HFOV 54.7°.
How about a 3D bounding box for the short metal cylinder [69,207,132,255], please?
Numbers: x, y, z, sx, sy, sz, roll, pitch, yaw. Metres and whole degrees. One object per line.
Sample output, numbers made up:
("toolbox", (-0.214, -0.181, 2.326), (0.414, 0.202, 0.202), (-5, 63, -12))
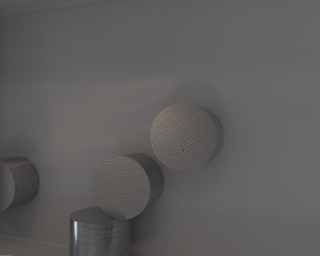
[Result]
("short metal cylinder", (-0.078, 0.139, 0.409), (0.080, 0.080, 0.050), (1, 91, 20))

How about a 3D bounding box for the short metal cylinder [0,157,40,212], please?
("short metal cylinder", (-0.238, 0.086, 0.481), (0.080, 0.050, 0.080), (0, 90, 20))

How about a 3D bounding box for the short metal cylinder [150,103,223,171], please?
("short metal cylinder", (0.035, 0.010, 0.385), (0.080, 0.050, 0.080), (0, 90, 20))

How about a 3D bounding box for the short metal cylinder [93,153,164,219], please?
("short metal cylinder", (-0.041, 0.075, 0.412), (0.080, 0.050, 0.080), (0, 90, 20))
